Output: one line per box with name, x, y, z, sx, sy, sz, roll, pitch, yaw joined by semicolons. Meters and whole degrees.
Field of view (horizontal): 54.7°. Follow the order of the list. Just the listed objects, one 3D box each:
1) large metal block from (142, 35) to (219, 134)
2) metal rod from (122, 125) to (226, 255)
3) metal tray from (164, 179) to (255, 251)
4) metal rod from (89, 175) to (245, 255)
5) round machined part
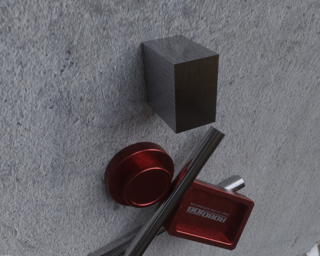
large metal block;0.021;-0.052;0.352;0.050;0.080;0.079;-17;125;-19
metal rod;0.002;0.127;0.460;0.025;0.025;0.299;27;100;-38
metal tray;0.079;0.138;0.500;0.131;0.030;0.090;22;93;-22
metal rod;0.009;0.156;0.510;0.302;0.025;0.025;-25;128;-13
round machined part;-0.023;0.071;0.429;0.099;0.042;0.097;-14;124;-21
